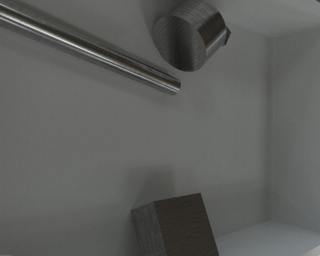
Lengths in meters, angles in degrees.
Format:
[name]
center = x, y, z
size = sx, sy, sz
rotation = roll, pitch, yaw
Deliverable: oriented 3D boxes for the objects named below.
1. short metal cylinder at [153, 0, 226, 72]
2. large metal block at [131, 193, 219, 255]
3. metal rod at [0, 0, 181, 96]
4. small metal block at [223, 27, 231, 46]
[short metal cylinder]
center = 0.038, -0.121, 0.405
size = 0.050, 0.080, 0.080
rotation = -48, 119, -29
[large metal block]
center = 0.018, 0.132, 0.390
size = 0.081, 0.050, 0.080
rotation = 1, 66, -40
[metal rod]
center = -0.093, -0.090, 0.329
size = 0.302, 0.025, 0.025
rotation = 17, 79, -39
[small metal block]
center = 0.065, -0.140, 0.447
size = 0.050, 0.050, 0.025
rotation = 38, 67, -34
